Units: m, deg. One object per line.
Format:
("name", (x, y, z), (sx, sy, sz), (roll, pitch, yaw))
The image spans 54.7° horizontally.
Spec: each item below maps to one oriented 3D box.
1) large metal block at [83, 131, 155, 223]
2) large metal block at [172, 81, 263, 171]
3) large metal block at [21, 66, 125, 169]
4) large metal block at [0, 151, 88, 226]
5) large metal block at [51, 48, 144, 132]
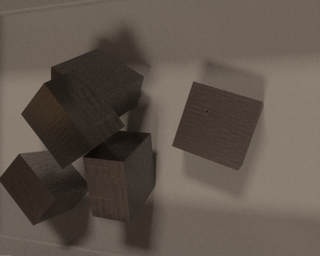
("large metal block", (-0.046, 0.056, 0.384), (0.050, 0.080, 0.079), (4, 113, 19))
("large metal block", (0.071, -0.004, 0.372), (0.080, 0.050, 0.080), (20, 97, 18))
("large metal block", (-0.100, -0.009, 0.350), (0.080, 0.050, 0.080), (-30, 97, 46))
("large metal block", (-0.158, 0.079, 0.435), (0.080, 0.080, 0.050), (46, 104, 14))
("large metal block", (-0.081, -0.052, 0.401), (0.080, 0.080, 0.050), (34, 134, 16))
